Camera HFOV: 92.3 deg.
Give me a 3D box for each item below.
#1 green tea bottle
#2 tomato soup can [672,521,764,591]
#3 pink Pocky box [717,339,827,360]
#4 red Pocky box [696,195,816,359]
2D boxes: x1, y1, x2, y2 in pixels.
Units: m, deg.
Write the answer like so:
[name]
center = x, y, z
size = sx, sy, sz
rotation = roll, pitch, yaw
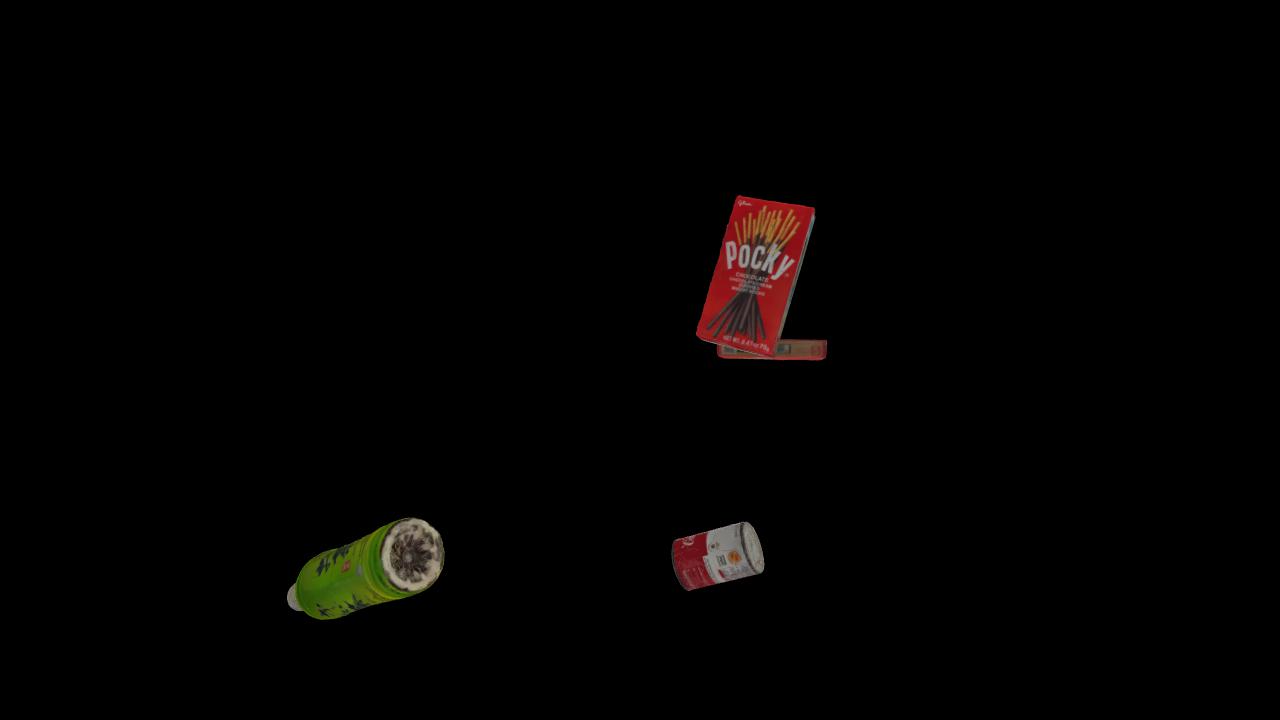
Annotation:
[green tea bottle]
center = -0.283, 0.215, 0.609
size = 0.212, 0.073, 0.073
rotation = -28, -16, 32
[tomato soup can]
center = 0.100, 0.252, 0.790
size = 0.101, 0.068, 0.068
rotation = -21, -8, 21
[pink Pocky box]
center = 0.195, -0.015, 0.916
size = 0.155, 0.029, 0.084
rotation = 1, -2, 12
[red Pocky box]
center = 0.117, -0.086, 0.623
size = 0.083, 0.155, 0.028
rotation = 15, -4, 24
